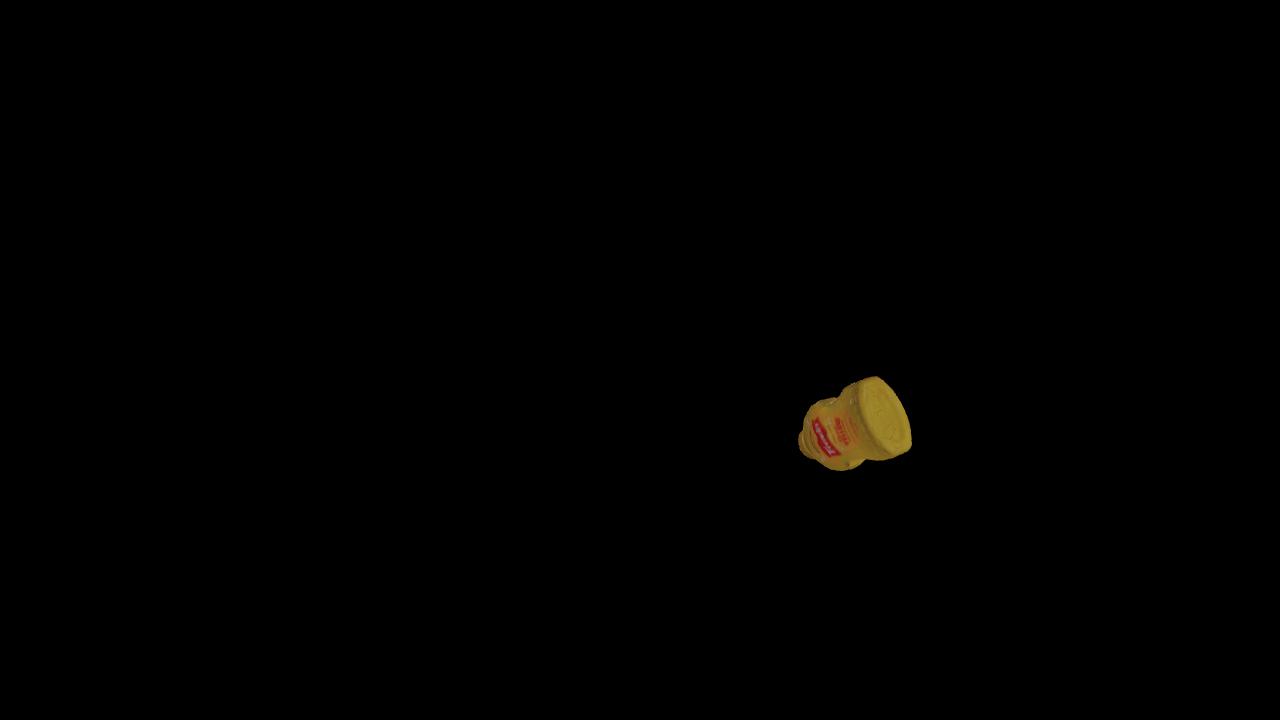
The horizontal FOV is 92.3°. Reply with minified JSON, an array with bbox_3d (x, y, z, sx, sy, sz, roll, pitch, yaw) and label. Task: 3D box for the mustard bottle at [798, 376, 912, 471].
[{"bbox_3d":[0.243,0.088,0.742,0.054,0.092,0.184,-22,-12,-20],"label":"mustard bottle"}]
